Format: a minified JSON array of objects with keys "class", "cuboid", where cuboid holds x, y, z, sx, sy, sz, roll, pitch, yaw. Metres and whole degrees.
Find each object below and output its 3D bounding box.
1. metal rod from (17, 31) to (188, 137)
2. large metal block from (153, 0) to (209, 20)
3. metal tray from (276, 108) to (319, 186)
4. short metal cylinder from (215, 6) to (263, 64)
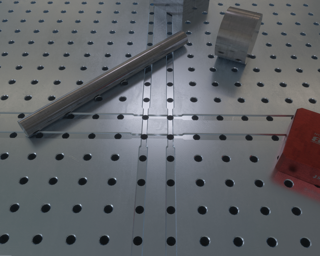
[{"class":"metal rod","cuboid":[-0.070,-0.078,0.472,0.302,0.025,0.025,-36,59,-27]},{"class":"large metal block","cuboid":[0.044,-0.268,0.617,0.080,0.050,0.080,-37,59,-27]},{"class":"metal tray","cuboid":[0.220,0.034,0.377,0.130,0.030,0.090,22,53,17]},{"class":"short metal cylinder","cuboid":[0.126,-0.148,0.497,0.050,0.080,0.080,20,53,16]}]
